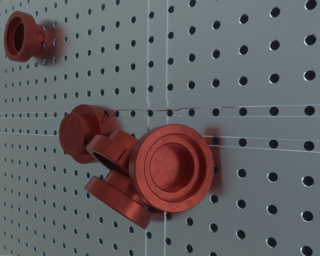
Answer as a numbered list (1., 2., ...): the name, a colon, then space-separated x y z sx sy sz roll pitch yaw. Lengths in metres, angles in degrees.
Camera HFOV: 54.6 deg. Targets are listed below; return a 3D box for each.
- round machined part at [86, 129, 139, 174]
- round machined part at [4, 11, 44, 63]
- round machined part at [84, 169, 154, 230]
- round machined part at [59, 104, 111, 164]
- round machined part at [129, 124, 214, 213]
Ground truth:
1. round machined part: -0.046 0.038 0.414 0.098 0.098 0.042 20 66 38
2. round machined part: -0.272 -0.180 0.625 0.098 0.042 0.097 0 90 40
3. round machined part: -0.049 0.091 0.416 0.098 0.098 0.042 20 67 38
4. round machined part: -0.128 0.010 0.505 0.098 0.042 0.097 0 90 40
5. round machined part: 0.010 0.046 0.362 0.042 0.099 0.098 169 98 -66
